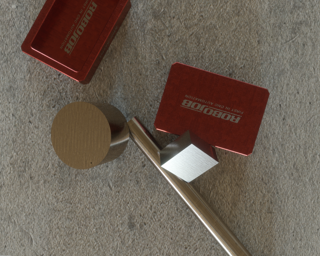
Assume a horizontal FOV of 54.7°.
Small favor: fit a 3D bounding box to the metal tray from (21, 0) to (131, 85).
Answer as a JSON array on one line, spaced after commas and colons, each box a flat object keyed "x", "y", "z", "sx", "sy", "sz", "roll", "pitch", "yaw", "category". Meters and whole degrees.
[{"x": -0.107, "y": -0.134, "z": 0.405, "sx": 0.090, "sy": 0.030, "sz": 0.130, "roll": 29, "pitch": 90, "yaw": -1, "category": "metal tray"}]

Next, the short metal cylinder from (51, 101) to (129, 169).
[{"x": -0.086, "y": 0.008, "z": 0.385, "sx": 0.080, "sy": 0.050, "sz": 0.079, "roll": 1, "pitch": 93, "yaw": 18, "category": "short metal cylinder"}]

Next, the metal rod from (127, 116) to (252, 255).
[{"x": 0.055, "y": 0.107, "z": 0.410, "sx": 0.025, "sy": 0.025, "sz": 0.300, "roll": -40, "pitch": 91, "yaw": 0, "category": "metal rod"}]

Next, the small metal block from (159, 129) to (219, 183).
[{"x": 0.036, "y": 0.036, "z": 0.386, "sx": 0.050, "sy": 0.025, "sz": 0.050, "roll": 35, "pitch": 120, "yaw": -30, "category": "small metal block"}]

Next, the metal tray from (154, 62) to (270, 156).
[{"x": 0.066, "y": -0.024, "z": 0.408, "sx": 0.131, "sy": 0.030, "sz": 0.090, "roll": 17, "pitch": 90, "yaw": -1, "category": "metal tray"}]
